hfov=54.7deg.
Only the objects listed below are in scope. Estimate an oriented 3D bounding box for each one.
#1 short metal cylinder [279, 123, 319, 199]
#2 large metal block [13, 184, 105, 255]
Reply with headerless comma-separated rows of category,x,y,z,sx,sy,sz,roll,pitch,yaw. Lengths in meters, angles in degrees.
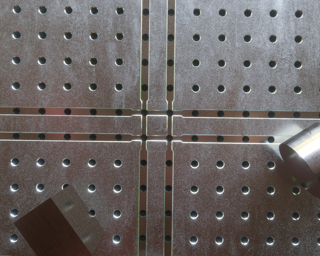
short metal cylinder,0.196,0.040,0.387,0.050,0.080,0.080,-32,90,0
large metal block,-0.119,0.124,0.385,0.050,0.080,0.080,-35,90,0
